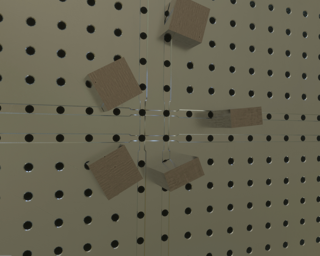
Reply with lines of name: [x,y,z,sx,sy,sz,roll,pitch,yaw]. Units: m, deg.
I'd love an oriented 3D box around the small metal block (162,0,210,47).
small metal block: [0.036,-0.147,0.427,0.050,0.025,0.050,16,85,-20]

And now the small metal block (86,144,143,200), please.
small metal block: [-0.058,0.054,0.392,0.050,0.025,0.050,-31,100,-18]

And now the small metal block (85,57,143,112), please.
small metal block: [-0.058,-0.054,0.392,0.050,0.025,0.050,-31,101,-18]

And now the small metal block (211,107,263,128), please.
small metal block: [0.109,-0.015,0.441,0.050,0.050,0.025,-6,92,-20]

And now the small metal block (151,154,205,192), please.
small metal block: [0.022,0.057,0.409,0.050,0.050,0.025,-22,98,-19]
